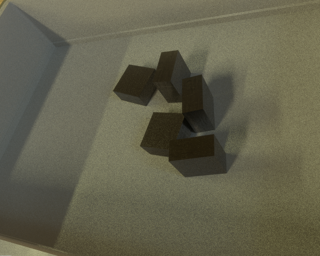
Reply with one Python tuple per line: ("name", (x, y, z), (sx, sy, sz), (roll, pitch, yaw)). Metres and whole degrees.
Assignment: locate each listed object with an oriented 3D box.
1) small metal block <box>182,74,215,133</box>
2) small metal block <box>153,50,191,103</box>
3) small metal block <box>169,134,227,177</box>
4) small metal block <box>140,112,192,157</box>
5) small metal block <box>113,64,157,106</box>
("small metal block", (0.048, -0.029, 0.381), (0.025, 0.050, 0.050), (-11, 57, 22))
("small metal block", (0.018, -0.069, 0.421), (0.025, 0.050, 0.050), (0, 62, 28))
("small metal block", (0.043, 0.033, 0.346), (0.050, 0.050, 0.025), (-10, 58, 23))
("small metal block", (0.009, 0.008, 0.391), (0.050, 0.025, 0.050), (4, 64, 37))
("small metal block", (-0.033, -0.064, 0.461), (0.050, 0.025, 0.050), (17, 70, 34))
